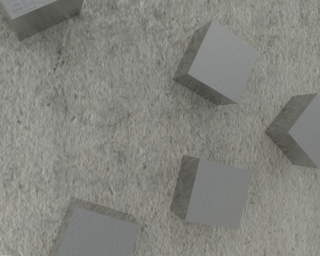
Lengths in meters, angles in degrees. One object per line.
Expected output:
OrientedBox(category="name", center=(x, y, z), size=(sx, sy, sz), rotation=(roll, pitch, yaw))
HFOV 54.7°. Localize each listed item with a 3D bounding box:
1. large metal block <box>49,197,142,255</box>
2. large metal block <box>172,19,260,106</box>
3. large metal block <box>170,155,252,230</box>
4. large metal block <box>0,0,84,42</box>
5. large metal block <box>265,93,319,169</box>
OrientedBox(category="large metal block", center=(-0.079, 0.137, 0.367), size=(0.080, 0.050, 0.080), rotation=(23, 82, -19))
OrientedBox(category="large metal block", center=(0.076, -0.086, 0.425), size=(0.080, 0.050, 0.080), rotation=(28, 81, -18))
OrientedBox(category="large metal block", center=(0.068, 0.086, 0.423), size=(0.081, 0.050, 0.080), rotation=(16, 85, -20))
OrientedBox(category="large metal block", center=(-0.131, -0.142, 0.331), size=(0.080, 0.080, 0.050), rotation=(-33, 101, -17))
OrientedBox(category="large metal block", center=(0.226, 0.004, 0.481), size=(0.080, 0.050, 0.080), rotation=(45, 76, -15))
